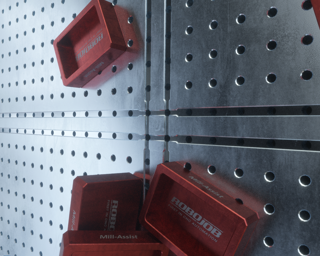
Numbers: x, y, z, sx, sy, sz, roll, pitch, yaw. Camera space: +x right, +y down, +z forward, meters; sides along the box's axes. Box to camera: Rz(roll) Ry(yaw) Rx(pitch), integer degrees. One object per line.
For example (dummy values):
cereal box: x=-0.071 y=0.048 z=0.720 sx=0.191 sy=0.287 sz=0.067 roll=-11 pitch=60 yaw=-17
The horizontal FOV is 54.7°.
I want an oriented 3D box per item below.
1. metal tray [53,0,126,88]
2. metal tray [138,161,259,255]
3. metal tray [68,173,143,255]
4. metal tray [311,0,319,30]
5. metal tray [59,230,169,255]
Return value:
metal tray: x=-0.118 y=-0.133 z=0.500 sx=0.130 sy=0.030 sz=0.090 roll=-29 pitch=72 yaw=36
metal tray: x=0.039 y=0.109 z=0.372 sx=0.130 sy=0.030 sz=0.089 roll=30 pitch=108 yaw=35
metal tray: x=-0.077 y=0.130 z=0.425 sx=0.030 sy=0.091 sz=0.129 roll=17 pitch=101 yaw=50
metal tray: x=0.176 y=-0.130 z=0.261 sx=0.090 sy=0.030 sz=0.129 roll=-19 pitch=78 yaw=38
metal tray: x=-0.060 y=0.177 z=0.389 sx=0.030 sy=0.131 sz=0.089 roll=-145 pitch=65 yaw=-66
